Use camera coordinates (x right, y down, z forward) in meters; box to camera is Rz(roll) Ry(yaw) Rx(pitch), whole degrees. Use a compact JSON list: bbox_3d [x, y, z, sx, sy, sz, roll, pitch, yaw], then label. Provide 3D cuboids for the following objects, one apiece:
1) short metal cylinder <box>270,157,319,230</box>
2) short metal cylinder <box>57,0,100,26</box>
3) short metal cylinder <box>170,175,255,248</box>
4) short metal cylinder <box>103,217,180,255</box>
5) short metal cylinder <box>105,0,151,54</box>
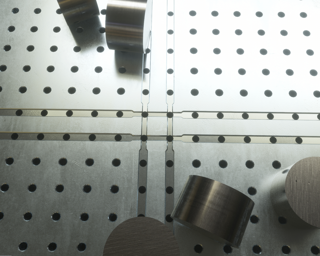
[{"bbox_3d":[0.181,0.079,0.371,0.081,0.050,0.080,0,70,0],"label":"short metal cylinder"},{"bbox_3d":[-0.127,-0.197,0.454,0.050,0.080,0.080,-22,72,-8],"label":"short metal cylinder"},{"bbox_3d":[0.059,0.094,0.349,0.080,0.080,0.050,23,72,8],"label":"short metal cylinder"},{"bbox_3d":[-0.019,0.142,0.346,0.081,0.050,0.080,0,70,0],"label":"short metal cylinder"},{"bbox_3d":[-0.042,-0.148,0.436,0.050,0.080,0.080,7,70,3],"label":"short metal cylinder"}]
